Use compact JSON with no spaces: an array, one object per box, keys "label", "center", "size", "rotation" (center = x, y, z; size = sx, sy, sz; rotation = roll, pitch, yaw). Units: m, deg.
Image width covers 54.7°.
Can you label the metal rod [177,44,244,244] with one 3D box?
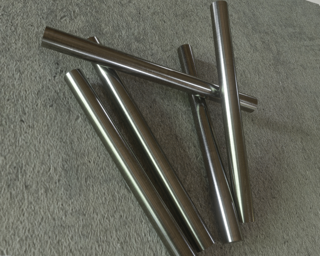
[{"label":"metal rod","center":[0.064,0.004,0.435],"size":[0.025,0.025,0.299],"rotation":[4,60,-26]}]

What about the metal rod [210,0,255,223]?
[{"label":"metal rod","center":[0.096,-0.029,0.417],"size":[0.025,0.025,0.298],"rotation":[1,79,-28]}]

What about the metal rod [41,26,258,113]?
[{"label":"metal rod","center":[0.001,-0.071,0.414],"size":[0.302,0.025,0.025],"rotation":[15,56,-20]}]

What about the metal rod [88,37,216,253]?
[{"label":"metal rod","center":[-0.021,0.009,0.386],"size":[0.025,0.025,0.299],"rotation":[-20,72,-36]}]

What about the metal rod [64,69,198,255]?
[{"label":"metal rod","center":[-0.027,0.057,0.354],"size":[0.025,0.025,0.299],"rotation":[-24,75,-37]}]
